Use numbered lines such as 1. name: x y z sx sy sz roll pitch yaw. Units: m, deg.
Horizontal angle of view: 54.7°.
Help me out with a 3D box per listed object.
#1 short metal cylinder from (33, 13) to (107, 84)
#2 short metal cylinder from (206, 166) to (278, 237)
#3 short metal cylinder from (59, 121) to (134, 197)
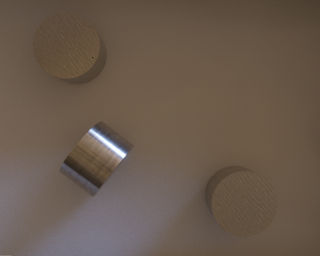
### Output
1. short metal cylinder: -0.113 -0.099 0.397 0.081 0.050 0.079 0 90 -1
2. short metal cylinder: 0.103 0.092 0.400 0.081 0.050 0.079 0 90 -1
3. short metal cylinder: -0.077 0.038 0.383 0.050 0.080 0.080 38 90 -1
